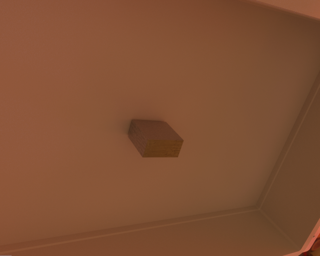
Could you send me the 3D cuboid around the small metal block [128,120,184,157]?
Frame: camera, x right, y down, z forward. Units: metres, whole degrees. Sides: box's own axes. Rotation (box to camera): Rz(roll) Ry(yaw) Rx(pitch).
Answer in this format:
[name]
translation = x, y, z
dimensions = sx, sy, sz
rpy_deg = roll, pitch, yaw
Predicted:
[small metal block]
translation = -0.006, 0.013, 0.394
dimensions = 0.050, 0.050, 0.025
rpy_deg = 3, 117, -30
